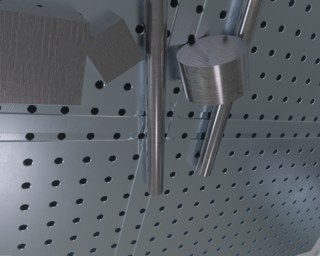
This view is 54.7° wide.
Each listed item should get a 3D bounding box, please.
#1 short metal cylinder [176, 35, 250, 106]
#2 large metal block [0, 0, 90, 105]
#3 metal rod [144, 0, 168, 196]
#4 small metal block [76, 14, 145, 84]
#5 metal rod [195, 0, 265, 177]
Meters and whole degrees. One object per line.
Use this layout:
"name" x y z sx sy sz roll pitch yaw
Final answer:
"short metal cylinder" 0.064 -0.070 0.367 0.080 0.080 0.050 -25 128 -13
"large metal block" -0.116 -0.069 0.289 0.081 0.050 0.079 -1 119 -28
"metal rod" -0.006 -0.034 0.386 0.025 0.025 0.298 -13 124 -21
"small metal block" -0.052 -0.084 0.331 0.050 0.025 0.050 -35 129 -5
"metal rod" 0.095 -0.061 0.425 0.025 0.025 0.298 -3 120 -27
